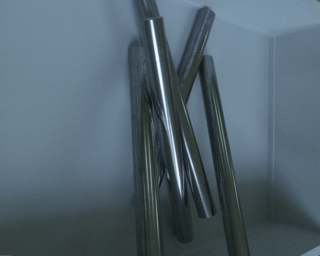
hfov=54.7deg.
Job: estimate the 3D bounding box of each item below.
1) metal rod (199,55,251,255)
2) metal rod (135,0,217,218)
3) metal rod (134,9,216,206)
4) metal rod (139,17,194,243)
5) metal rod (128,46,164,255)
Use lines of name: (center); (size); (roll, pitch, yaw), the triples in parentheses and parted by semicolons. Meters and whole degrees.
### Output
metal rod: (0.081, 0.034, 0.410); (0.025, 0.025, 0.299); (14, 60, -39)
metal rod: (0.020, -0.031, 0.397); (0.025, 0.025, 0.298); (-19, 93, -39)
metal rod: (0.025, -0.035, 0.429); (0.025, 0.025, 0.299); (30, 71, -36)
metal rod: (0.013, 0.022, 0.377); (0.025, 0.025, 0.298); (-30, 122, -36)
metal rod: (-0.015, 0.039, 0.321); (0.025, 0.025, 0.299); (18, 55, -39)
